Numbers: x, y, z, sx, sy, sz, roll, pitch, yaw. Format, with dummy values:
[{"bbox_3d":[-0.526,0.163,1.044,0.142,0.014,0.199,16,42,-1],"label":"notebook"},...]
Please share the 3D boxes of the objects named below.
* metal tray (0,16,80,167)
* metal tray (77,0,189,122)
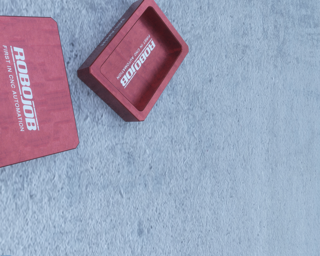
[{"bbox_3d":[-0.134,-0.035,0.289,0.091,0.030,0.129,-15,99,-39],"label":"metal tray"},{"bbox_3d":[-0.026,-0.083,0.378,0.090,0.030,0.130,46,63,-30],"label":"metal tray"}]
